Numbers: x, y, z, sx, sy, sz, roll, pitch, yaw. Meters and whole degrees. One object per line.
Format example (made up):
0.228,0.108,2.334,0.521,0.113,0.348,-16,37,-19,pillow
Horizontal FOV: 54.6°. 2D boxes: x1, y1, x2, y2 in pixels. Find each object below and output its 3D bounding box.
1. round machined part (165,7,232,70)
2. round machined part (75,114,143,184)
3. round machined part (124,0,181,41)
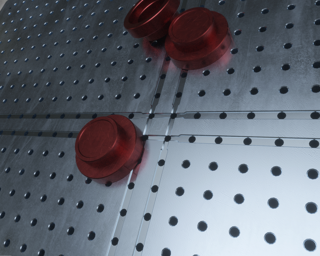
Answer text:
0.051,-0.138,0.456,0.098,0.042,0.098,-13,56,21,round machined part
-0.076,0.023,0.424,0.098,0.042,0.098,-13,56,21,round machined part
-0.008,-0.181,0.504,0.098,0.042,0.098,-25,42,25,round machined part
